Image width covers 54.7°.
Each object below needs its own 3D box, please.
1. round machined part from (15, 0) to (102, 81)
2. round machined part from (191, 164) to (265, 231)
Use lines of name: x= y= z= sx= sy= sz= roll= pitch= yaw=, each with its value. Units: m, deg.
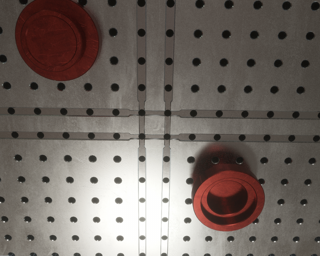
round machined part: x=-0.121 y=-0.103 z=0.365 sx=0.099 sy=0.042 sz=0.097 roll=0 pitch=110 yaw=-1
round machined part: x=0.093 y=0.094 z=0.440 sx=0.099 sy=0.042 sz=0.097 roll=0 pitch=110 yaw=-1
